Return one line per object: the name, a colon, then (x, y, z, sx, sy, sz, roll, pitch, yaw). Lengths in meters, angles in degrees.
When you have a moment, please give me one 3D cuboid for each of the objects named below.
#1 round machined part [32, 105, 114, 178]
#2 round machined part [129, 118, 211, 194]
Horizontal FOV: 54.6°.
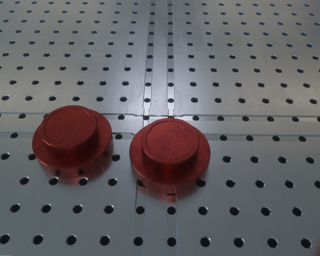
round machined part: (-0.110, 0.009, 0.388, 0.099, 0.042, 0.098, 0, 50, 0)
round machined part: (0.012, 0.026, 0.375, 0.099, 0.042, 0.098, 0, 50, 0)
